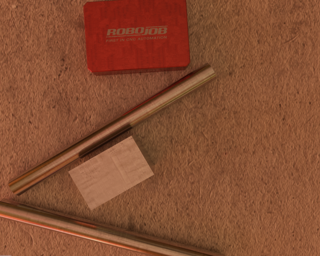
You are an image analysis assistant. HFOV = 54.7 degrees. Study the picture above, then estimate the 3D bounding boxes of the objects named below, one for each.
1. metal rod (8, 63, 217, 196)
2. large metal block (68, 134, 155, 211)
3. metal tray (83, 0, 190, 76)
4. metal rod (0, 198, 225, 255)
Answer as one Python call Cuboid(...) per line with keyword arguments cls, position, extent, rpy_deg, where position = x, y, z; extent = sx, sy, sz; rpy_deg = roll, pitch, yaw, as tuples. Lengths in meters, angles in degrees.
Cuboid(cls="metal rod", position=(-0.061, 0.001, 0.409), extent=(0.301, 0.025, 0.025), rpy_deg=(-31, 90, -1))
Cuboid(cls="large metal block", position=(-0.054, 0.050, 0.382), extent=(0.080, 0.080, 0.050), rpy_deg=(-30, 90, 0))
Cuboid(cls="metal tray", position=(-0.029, -0.119, 0.407), extent=(0.131, 0.030, 0.089), rpy_deg=(-4, 90, -1))
Cuboid(cls="metal rod", position=(-0.063, 0.142, 0.409), extent=(0.302, 0.025, 0.025), rpy_deg=(15, 90, -1))
